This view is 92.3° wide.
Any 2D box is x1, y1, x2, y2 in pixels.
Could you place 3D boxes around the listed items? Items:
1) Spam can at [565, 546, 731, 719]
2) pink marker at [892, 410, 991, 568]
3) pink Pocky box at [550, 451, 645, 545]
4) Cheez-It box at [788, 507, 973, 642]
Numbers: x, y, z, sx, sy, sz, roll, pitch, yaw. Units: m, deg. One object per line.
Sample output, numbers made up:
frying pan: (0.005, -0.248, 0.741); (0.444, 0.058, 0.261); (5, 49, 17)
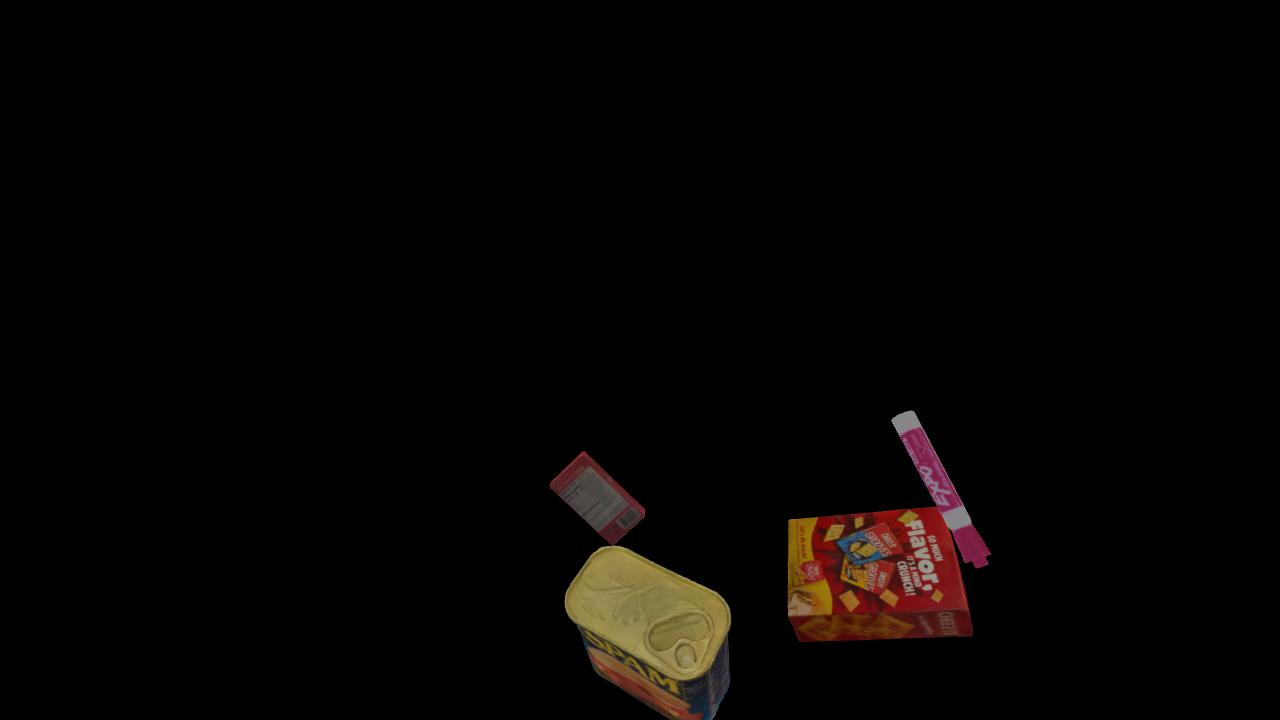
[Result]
Spam can: (0.008, 0.180, 0.399); (0.101, 0.085, 0.058); (18, 47, 28)
pink marker: (0.226, 0.096, 0.464); (0.020, 0.121, 0.020); (-15, -27, -8)
pink Pocky box: (-0.073, 0.239, 1.063); (0.084, 0.155, 0.029); (-44, 6, 11)
Cheez-It box: (0.321, 0.295, 0.855); (0.223, 0.071, 0.166); (-13, 33, 22)
